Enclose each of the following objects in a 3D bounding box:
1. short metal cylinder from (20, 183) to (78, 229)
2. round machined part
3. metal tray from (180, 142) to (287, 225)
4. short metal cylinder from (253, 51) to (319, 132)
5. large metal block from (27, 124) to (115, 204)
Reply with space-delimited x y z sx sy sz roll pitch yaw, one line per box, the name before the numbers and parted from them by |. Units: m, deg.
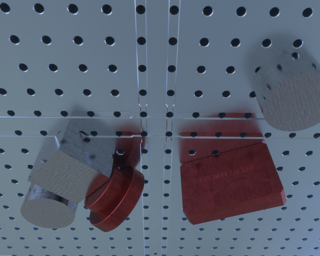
short metal cylinder | -0.171 0.116 0.492 0.081 0.050 0.079 0 130 0
round machined part | -0.070 0.094 0.443 0.042 0.098 0.098 40 120 -19
metal tray | 0.096 0.077 0.434 0.130 0.090 0.030 -17 128 13
short metal cylinder | 0.154 -0.042 0.361 0.081 0.050 0.079 0 130 0
large metal block | -0.124 0.054 0.440 0.080 0.050 0.080 35 122 -26
